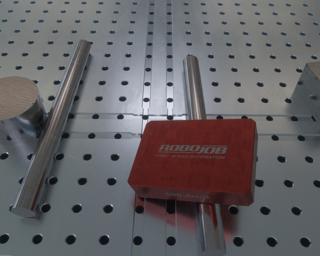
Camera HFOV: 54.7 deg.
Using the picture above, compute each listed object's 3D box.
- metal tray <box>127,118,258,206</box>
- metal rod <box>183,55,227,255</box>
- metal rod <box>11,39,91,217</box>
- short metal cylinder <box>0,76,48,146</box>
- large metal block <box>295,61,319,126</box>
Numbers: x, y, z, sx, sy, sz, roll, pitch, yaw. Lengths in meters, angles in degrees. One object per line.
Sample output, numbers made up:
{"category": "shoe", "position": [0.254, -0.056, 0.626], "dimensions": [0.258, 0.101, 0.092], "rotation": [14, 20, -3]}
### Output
{"category": "metal tray", "position": [0.038, 0.034, 0.346], "dimensions": [0.130, 0.030, 0.090], "rotation": [-1, 52, 23]}
{"category": "metal rod", "position": [0.051, 0.008, 0.400], "dimensions": [0.025, 0.025, 0.300], "rotation": [0, 50, -1]}
{"category": "metal rod", "position": [-0.137, -0.024, 0.426], "dimensions": [0.025, 0.025, 0.300], "rotation": [3, 50, 2]}
{"category": "short metal cylinder", "position": [-0.195, -0.023, 0.409], "dimensions": [0.081, 0.050, 0.080], "rotation": [0, 50, 0]}
{"category": "large metal block", "position": [0.254, -0.051, 0.436], "dimensions": [0.081, 0.050, 0.080], "rotation": [-7, 50, -6]}
